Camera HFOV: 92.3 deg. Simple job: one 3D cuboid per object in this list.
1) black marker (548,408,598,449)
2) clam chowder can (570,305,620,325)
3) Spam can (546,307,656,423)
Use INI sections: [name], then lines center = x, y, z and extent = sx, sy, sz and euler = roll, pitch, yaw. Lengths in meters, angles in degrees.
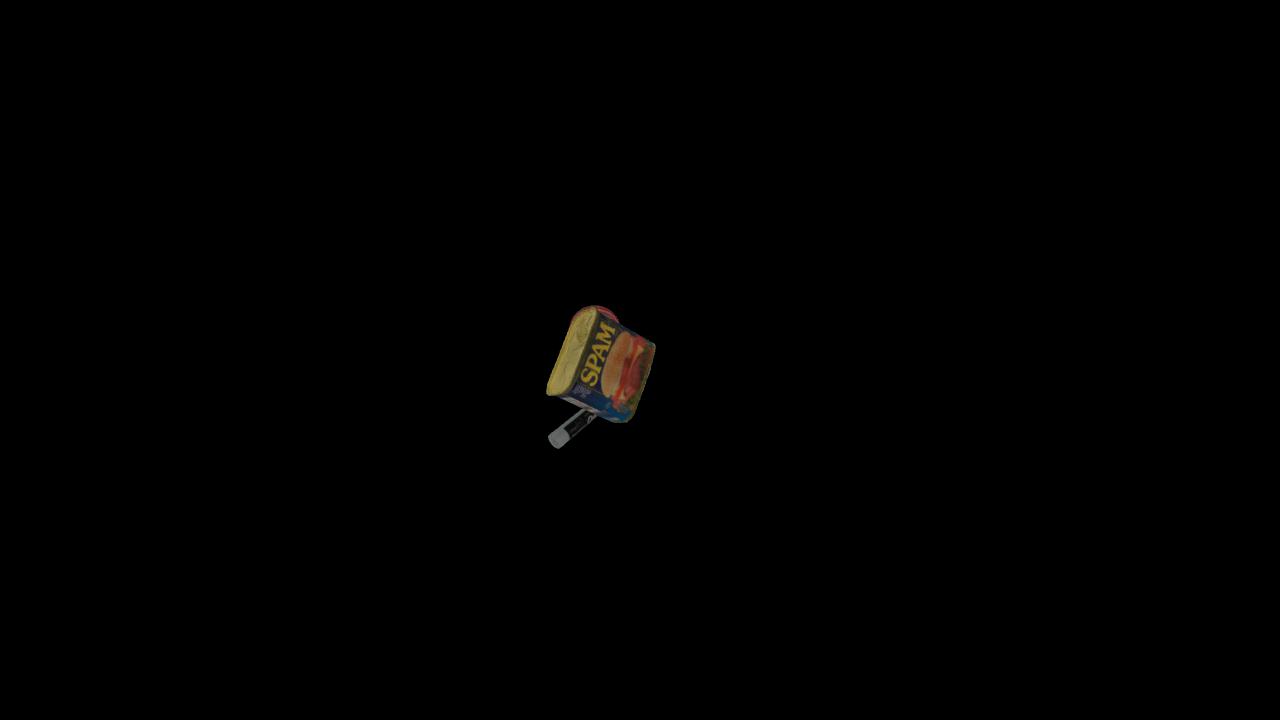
[black marker]
center = -0.053, 0.056, 0.690
extent = 0.121, 0.020, 0.020
euler = -39, 24, -33
[clam chowder can]
center = -0.054, -0.024, 0.753
extent = 0.068, 0.068, 0.102
euler = 0, 16, -5
[Spam can]
center = -0.040, 0.008, 0.659
extent = 0.085, 0.101, 0.058
euler = 29, -20, -27
